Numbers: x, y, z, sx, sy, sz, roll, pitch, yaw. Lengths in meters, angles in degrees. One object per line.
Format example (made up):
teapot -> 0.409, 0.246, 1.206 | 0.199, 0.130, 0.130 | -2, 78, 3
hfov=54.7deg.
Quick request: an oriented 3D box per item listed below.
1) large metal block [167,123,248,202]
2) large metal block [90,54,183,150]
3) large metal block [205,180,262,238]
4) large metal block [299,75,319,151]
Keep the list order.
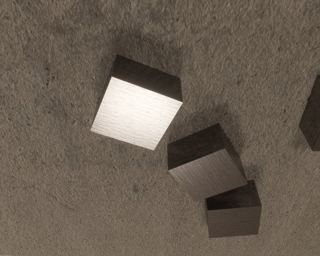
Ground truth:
large metal block -> 0.066, 0.050, 0.435 | 0.080, 0.050, 0.080 | -24, 126, 19
large metal block -> -0.028, -0.028, 0.366 | 0.081, 0.050, 0.079 | 18, 128, -16
large metal block -> 0.117, 0.134, 0.507 | 0.080, 0.050, 0.080 | -6, 130, 4
large metal block -> 0.230, -0.018, 0.379 | 0.081, 0.050, 0.079 | -1, 130, 0
